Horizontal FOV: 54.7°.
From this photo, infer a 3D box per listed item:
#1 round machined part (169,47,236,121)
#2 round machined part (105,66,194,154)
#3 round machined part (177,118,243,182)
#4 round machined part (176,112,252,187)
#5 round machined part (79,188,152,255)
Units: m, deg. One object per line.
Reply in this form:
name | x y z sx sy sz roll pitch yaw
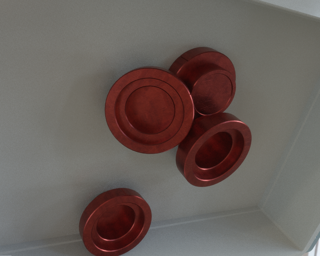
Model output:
round machined part | 0.057 -0.050 0.398 0.099 0.042 0.097 -14 124 -21
round machined part | -0.011 -0.023 0.359 0.099 0.042 0.097 1 106 3
round machined part | 0.067 0.028 0.451 0.099 0.042 0.097 -14 125 -21
round machined part | 0.062 0.023 0.388 0.099 0.042 0.097 -17 129 -22
round machined part | -0.065 0.127 0.434 0.099 0.042 0.097 -11 115 -26
